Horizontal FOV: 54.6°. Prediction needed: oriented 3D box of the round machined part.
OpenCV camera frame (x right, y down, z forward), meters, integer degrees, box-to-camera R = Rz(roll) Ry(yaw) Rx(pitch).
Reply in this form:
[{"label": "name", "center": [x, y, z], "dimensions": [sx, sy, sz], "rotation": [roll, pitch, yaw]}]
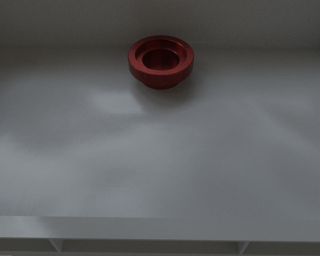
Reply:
[{"label": "round machined part", "center": [0.002, -0.097, 0.475], "dimensions": [0.099, 0.042, 0.098], "rotation": [0, 50, 0]}]
